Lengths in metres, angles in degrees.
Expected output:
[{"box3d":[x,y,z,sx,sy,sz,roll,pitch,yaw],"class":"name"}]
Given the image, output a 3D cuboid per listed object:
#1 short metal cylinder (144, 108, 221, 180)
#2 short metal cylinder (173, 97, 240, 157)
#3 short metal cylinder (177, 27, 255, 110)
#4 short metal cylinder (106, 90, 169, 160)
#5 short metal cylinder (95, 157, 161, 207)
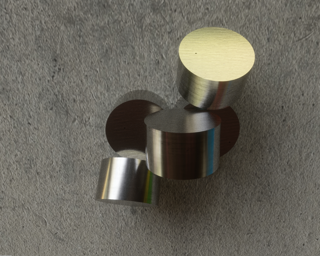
[{"box3d":[0.024,0.014,0.334,0.081,0.080,0.050,-1,110,0],"class":"short metal cylinder"},{"box3d":[0.056,-0.006,0.396,0.081,0.050,0.079,0,110,-1],"class":"short metal cylinder"},{"box3d":[0.060,-0.067,0.350,0.081,0.080,0.050,1,148,-1],"class":"short metal cylinder"},{"box3d":[-0.025,-0.004,0.395,0.081,0.050,0.079,0,110,-1],"class":"short metal cylinder"},{"box3d":[-0.039,0.072,0.401,0.081,0.080,0.050,7,71,-3],"class":"short metal cylinder"}]
